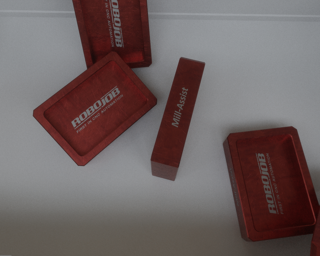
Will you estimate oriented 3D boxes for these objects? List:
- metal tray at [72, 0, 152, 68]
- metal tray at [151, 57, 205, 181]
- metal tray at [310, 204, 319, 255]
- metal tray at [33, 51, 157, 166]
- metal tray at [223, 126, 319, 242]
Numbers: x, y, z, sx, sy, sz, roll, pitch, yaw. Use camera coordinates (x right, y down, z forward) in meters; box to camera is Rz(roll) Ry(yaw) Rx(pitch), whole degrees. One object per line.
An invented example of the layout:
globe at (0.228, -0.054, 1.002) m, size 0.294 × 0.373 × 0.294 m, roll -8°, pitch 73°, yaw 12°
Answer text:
metal tray at (-0.061, -0.142, 0.408) m, size 0.091 × 0.129 × 0.030 m, roll -6°, pitch 36°, yaw -3°
metal tray at (0.021, -0.008, 0.378) m, size 0.030 × 0.090 × 0.130 m, roll 15°, pitch 71°, yaw 5°
metal tray at (0.200, 0.098, 0.294) m, size 0.090 × 0.131 × 0.030 m, roll 7°, pitch 110°, yaw 31°
metal tray at (-0.081, -0.025, 0.400) m, size 0.130 × 0.030 × 0.090 m, roll -42°, pitch 94°, yaw -13°
metal tray at (0.136, 0.067, 0.384) m, size 0.091 × 0.030 × 0.129 m, roll -6°, pitch 70°, yaw -3°
